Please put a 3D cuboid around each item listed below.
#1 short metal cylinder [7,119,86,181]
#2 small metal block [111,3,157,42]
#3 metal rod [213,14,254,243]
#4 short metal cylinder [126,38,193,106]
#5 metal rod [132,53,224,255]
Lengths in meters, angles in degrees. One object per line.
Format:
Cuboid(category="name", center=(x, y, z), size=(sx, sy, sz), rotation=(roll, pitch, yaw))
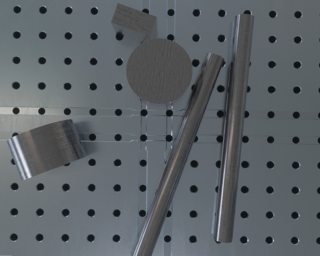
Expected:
Cuboid(category="short metal cylinder", center=(-0.139, 0.026, 0.385), size=(0.080, 0.080, 0.050), rotation=(-21, 90, 0))
Cuboid(category="small metal block", center=(-0.032, -0.132, 0.401), size=(0.050, 0.050, 0.025), rotation=(19, 90, 0))
Cuboid(category="metal rod", center=(0.099, 0.000, 0.414), size=(0.025, 0.025, 0.298), rotation=(6, 90, 0))
Cuboid(category="short metal cylinder", center=(0.000, -0.069, 0.401), size=(0.081, 0.050, 0.079), rotation=(0, 90, 0))
Cuboid(category="metal rod", center=(0.022, 0.045, 0.413), size=(0.025, 0.025, 0.299), rotation=(20, 90, 0))
